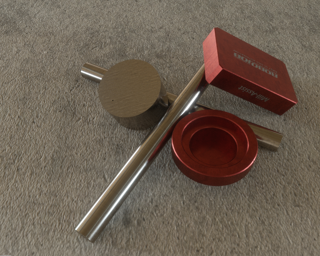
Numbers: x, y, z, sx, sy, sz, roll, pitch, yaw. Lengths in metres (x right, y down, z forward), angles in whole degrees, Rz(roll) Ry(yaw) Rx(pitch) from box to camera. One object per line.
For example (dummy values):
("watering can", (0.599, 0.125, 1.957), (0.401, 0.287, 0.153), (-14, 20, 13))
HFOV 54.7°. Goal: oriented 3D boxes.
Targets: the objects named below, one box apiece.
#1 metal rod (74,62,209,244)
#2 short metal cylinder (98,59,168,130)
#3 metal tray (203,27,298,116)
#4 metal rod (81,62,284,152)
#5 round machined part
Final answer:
("metal rod", (0.005, 0.003, 0.380), (0.025, 0.025, 0.301), (27, 61, 20))
("short metal cylinder", (-0.033, -0.042, 0.407), (0.080, 0.050, 0.080), (-4, 70, 11))
("metal tray", (0.124, -0.079, 0.432), (0.131, 0.030, 0.090), (20, 47, -20))
("metal rod", (0.018, -0.035, 0.436), (0.301, 0.025, 0.025), (22, 54, 17))
("round machined part", (0.063, 0.027, 0.371), (0.099, 0.042, 0.098), (0, 50, 0))
